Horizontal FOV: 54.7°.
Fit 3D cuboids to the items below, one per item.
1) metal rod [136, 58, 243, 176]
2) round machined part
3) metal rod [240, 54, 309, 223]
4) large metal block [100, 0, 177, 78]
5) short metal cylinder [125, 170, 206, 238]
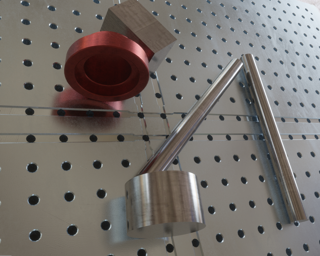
[{"bbox_3d":[0.059,-0.025,0.457,0.025,0.025,0.301,42,51,0],"label":"metal rod"},{"bbox_3d":[-0.063,-0.078,0.376,0.099,0.097,0.042,11,55,-23],"label":"round machined part"},{"bbox_3d":[0.179,0.001,0.506,0.025,0.025,0.299,7,59,-25],"label":"metal rod"},{"bbox_3d":[-0.037,-0.113,0.423,0.080,0.080,0.050,45,51,3],"label":"large metal block"},{"bbox_3d":[0.004,0.083,0.326,0.081,0.080,0.050,8,59,-25],"label":"short metal cylinder"}]
